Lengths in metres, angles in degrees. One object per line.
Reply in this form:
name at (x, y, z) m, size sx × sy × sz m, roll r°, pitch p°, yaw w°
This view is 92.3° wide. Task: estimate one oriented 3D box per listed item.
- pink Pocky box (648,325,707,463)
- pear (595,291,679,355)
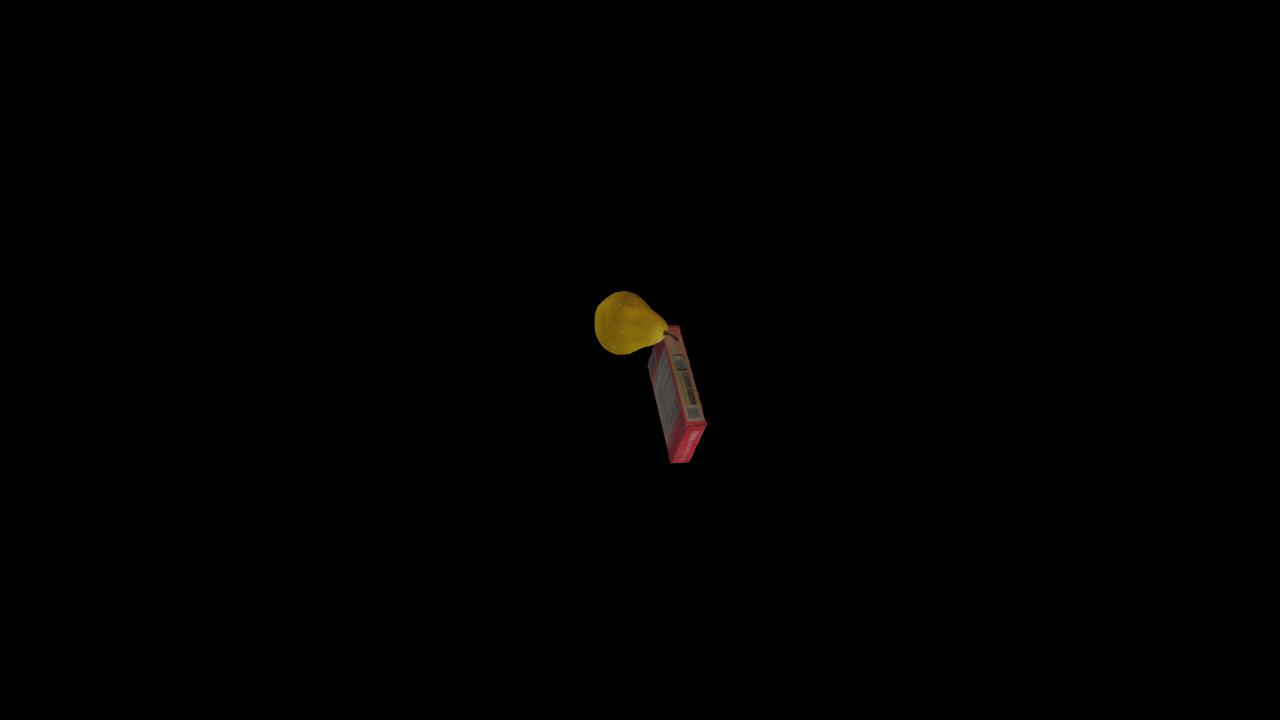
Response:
pink Pocky box at (0.043, 0.041, 0.759) m, size 0.029 × 0.155 × 0.084 m, roll -1°, pitch -40°, yaw -14°
pear at (-0.002, -0.045, 0.758) m, size 0.111 × 0.080 × 0.080 m, roll 3°, pitch 2°, yaw 36°
